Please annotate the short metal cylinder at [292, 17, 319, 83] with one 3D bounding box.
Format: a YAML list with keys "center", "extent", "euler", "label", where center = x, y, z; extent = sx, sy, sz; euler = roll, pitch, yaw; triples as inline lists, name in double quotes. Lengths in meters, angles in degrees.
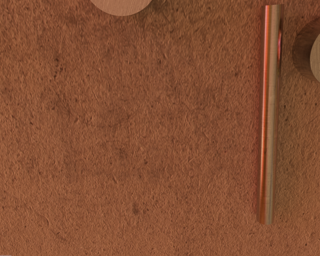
- center: [0.206, -0.090, 0.365]
  extent: [0.081, 0.050, 0.079]
  euler: [0, 110, 0]
  label: "short metal cylinder"

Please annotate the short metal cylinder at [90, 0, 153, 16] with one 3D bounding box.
- center: [-0.040, -0.164, 0.336]
  extent: [0.081, 0.050, 0.079]
  euler: [0, 110, 0]
  label: "short metal cylinder"

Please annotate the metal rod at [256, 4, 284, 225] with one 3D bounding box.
- center: [0.143, -0.003, 0.409]
  extent: [0.025, 0.025, 0.298]
  euler: [-5, 110, 1]
  label: "metal rod"
